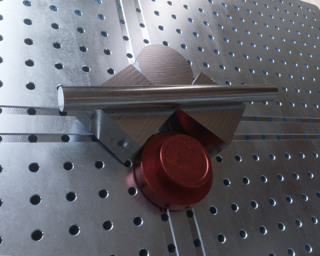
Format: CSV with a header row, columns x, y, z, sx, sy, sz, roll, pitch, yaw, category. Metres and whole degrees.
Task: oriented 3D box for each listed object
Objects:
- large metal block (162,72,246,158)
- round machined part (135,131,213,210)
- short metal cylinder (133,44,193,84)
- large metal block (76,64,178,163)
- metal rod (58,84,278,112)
x,y,z,sx,sy,sz,roll,pitch,yaw,category
0.062,-0.017,0.428,0.080,0.050,0.080,36,52,-4,large metal block
0.023,0.046,0.376,0.099,0.042,0.098,14,56,-21,round machined part
-0.001,-0.068,0.428,0.081,0.050,0.080,14,56,-21,short metal cylinder
-0.040,-0.019,0.377,0.080,0.050,0.080,44,51,0,large metal block
0.033,-0.040,0.379,0.303,0.025,0.025,-5,64,-30,metal rod
